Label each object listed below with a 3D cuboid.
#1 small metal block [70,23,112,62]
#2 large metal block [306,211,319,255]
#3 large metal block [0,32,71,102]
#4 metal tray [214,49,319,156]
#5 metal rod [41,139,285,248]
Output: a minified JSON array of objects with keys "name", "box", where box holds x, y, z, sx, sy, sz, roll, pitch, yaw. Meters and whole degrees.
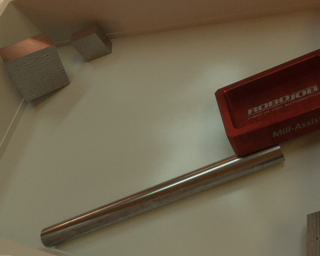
[{"name":"small metal block","box":[-0.119,-0.148,0.540,0.050,0.050,0.025,-16,56,19]},{"name":"large metal block","box":[0.150,0.101,0.219,0.050,0.080,0.080,16,63,-2]},{"name":"large metal block","box":[-0.211,-0.104,0.527,0.081,0.080,0.050,-27,49,-17]},{"name":"metal tray","box":[0.132,-0.030,0.334,0.130,0.030,0.090,-21,37,15]},{"name":"metal rod","box":[-0.008,0.081,0.359,0.301,0.025,0.025,-23,53,13]}]
